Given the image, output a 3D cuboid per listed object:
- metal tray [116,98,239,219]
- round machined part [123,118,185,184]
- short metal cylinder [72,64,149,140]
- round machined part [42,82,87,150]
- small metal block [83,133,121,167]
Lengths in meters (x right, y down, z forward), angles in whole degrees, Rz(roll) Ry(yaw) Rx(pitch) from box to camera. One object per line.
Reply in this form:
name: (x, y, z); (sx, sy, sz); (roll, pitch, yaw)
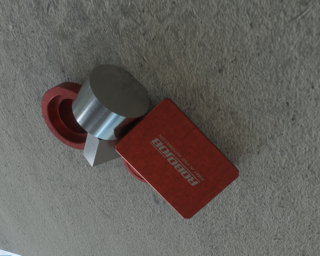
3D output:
metal tray: (0.021, 0.037, 0.387); (0.090, 0.030, 0.130); (-43, 95, 7)
round machined part: (-0.012, 0.038, 0.425); (0.098, 0.042, 0.097); (13, 124, 20)
short metal cylinder: (-0.061, -0.032, 0.384); (0.080, 0.080, 0.050); (44, 129, -3)
round machined part: (-0.116, -0.021, 0.443); (0.098, 0.042, 0.097); (13, 124, 20)
small metal block: (-0.071, 0.020, 0.417); (0.025, 0.050, 0.050); (46, 133, 28)
